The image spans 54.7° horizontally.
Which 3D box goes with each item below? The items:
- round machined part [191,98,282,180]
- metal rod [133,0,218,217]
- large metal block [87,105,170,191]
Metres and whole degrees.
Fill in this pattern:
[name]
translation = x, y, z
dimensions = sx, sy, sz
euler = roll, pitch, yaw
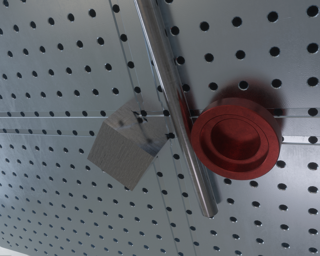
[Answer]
[round machined part]
translation = 0.089, 0.009, 0.359
dimensions = 0.098, 0.042, 0.097
euler = 13, 124, 20
[metal rod]
translation = 0.028, -0.010, 0.390
dimensions = 0.025, 0.025, 0.298
euler = -5, 116, 30
[large metal block]
translation = -0.046, 0.029, 0.437
dimensions = 0.080, 0.050, 0.079
euler = 35, 129, 5
